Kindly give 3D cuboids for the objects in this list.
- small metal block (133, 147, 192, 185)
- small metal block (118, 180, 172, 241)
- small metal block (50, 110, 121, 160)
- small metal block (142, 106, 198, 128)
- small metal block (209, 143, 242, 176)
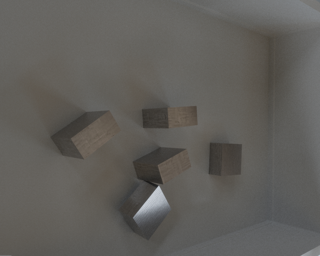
[{"bbox_3d":[0.003,0.046,0.395,0.050,0.050,0.025,-25,106,-38],"label":"small metal block"},{"bbox_3d":[-0.017,0.102,0.387,0.050,0.025,0.050,-48,132,-29],"label":"small metal block"},{"bbox_3d":[-0.078,0.006,0.326,0.050,0.050,0.025,-41,116,-32],"label":"small metal block"},{"bbox_3d":[0.013,-0.014,0.403,0.050,0.050,0.025,-6,95,-40],"label":"small metal block"},{"bbox_3d":[0.106,0.050,0.498,0.050,0.025,0.050,4,87,-40],"label":"small metal block"}]
